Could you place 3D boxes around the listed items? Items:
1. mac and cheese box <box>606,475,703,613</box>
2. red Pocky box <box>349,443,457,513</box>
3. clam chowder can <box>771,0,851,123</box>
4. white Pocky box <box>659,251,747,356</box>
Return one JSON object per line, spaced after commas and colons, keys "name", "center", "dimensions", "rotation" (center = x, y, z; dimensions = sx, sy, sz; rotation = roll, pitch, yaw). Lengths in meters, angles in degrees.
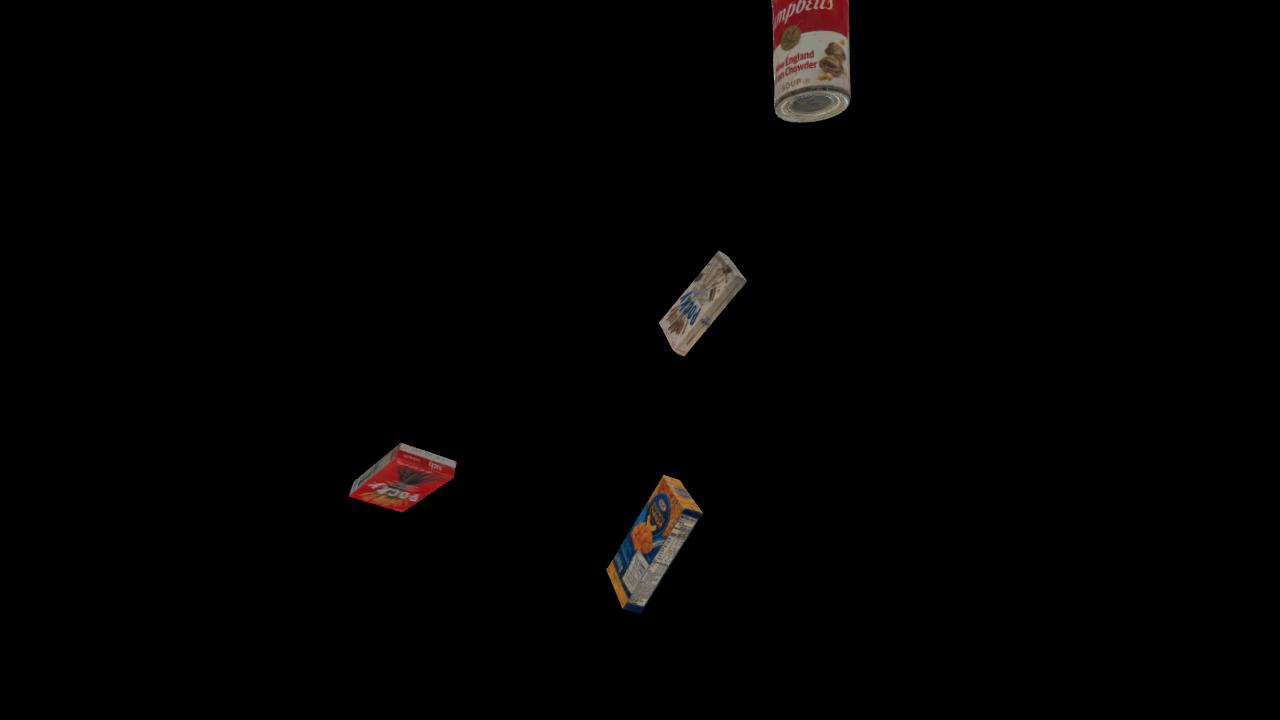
{"name": "mac and cheese box", "center": [0.018, 0.274, 0.922], "dimensions": [0.041, 0.184, 0.093], "rotation": [24, 11, -25]}
{"name": "red Pocky box", "center": [-0.323, 0.163, 0.834], "dimensions": [0.083, 0.028, 0.155], "rotation": [28, -45, -33]}
{"name": "clam chowder can", "center": [0.153, -0.275, 0.549], "dimensions": [0.068, 0.102, 0.068], "rotation": [-1, -1, 0]}
{"name": "white Pocky box", "center": [0.095, -0.087, 0.952], "dimensions": [0.028, 0.154, 0.084], "rotation": [26, 25, -32]}
